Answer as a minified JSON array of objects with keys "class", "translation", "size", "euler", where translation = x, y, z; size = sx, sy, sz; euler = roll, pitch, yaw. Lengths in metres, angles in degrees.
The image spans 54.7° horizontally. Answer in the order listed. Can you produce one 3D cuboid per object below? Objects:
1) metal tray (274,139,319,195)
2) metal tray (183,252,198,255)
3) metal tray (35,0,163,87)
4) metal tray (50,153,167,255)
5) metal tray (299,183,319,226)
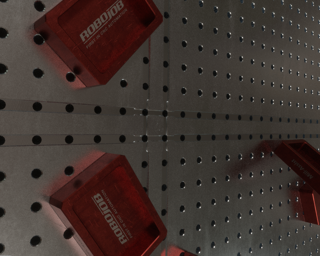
[{"class":"metal tray","translation":[0.297,0.075,0.598],"size":[0.091,0.130,0.030],"euler":[0,128,-39]},{"class":"metal tray","translation":[0.026,0.253,0.430],"size":[0.131,0.030,0.090],"euler":[-39,114,-33]},{"class":"metal tray","translation":[-0.062,-0.121,0.354],"size":[0.090,0.030,0.130],"euler":[51,60,-28]},{"class":"metal tray","translation":[-0.054,0.106,0.362],"size":[0.091,0.030,0.129],"euler":[-40,115,-33]},{"class":"metal tray","translation":[0.378,0.154,0.728],"size":[0.131,0.030,0.089],"euler":[-28,108,-37]}]
